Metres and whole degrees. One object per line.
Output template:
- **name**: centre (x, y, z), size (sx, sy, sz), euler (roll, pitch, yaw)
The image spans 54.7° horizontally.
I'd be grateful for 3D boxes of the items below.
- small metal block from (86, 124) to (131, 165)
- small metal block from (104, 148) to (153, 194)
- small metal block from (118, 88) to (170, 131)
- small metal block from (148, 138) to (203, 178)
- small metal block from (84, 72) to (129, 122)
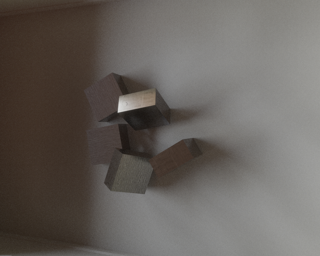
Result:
- **small metal block**: centre (-0.071, 0.023, 0.434), size (0.050, 0.025, 0.050), euler (-11, 86, 19)
- **small metal block**: centre (-0.039, 0.057, 0.408), size (0.025, 0.050, 0.050), euler (27, 101, 56)
- **small metal block**: centre (-0.019, -0.023, 0.400), size (0.050, 0.050, 0.025), euler (-10, 59, 19)
- **small metal block**: centre (0.021, 0.037, 0.389), size (0.050, 0.050, 0.025), euler (-32, 80, 17)
- **small metal block**: centre (-0.071, -0.042, 0.434), size (0.050, 0.025, 0.050), euler (-28, 81, 17)
